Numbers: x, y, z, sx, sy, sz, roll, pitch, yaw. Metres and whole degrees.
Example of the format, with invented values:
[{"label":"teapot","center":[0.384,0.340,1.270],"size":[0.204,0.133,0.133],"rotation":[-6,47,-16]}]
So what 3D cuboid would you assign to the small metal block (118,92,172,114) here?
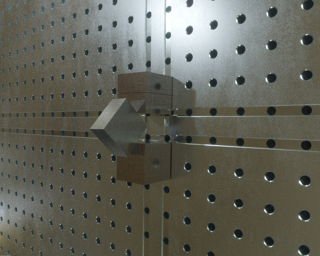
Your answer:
[{"label":"small metal block","center":[-0.020,-0.031,0.407],"size":[0.050,0.050,0.025],"rotation":[3,92,39]}]

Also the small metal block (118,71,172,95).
[{"label":"small metal block","center":[-0.019,-0.057,0.406],"size":[0.050,0.050,0.025],"rotation":[3,92,39]}]

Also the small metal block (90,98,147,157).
[{"label":"small metal block","center":[-0.049,-0.001,0.377],"size":[0.025,0.050,0.050],"rotation":[1,48,40]}]

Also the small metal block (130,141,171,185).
[{"label":"small metal block","center":[-0.012,0.043,0.399],"size":[0.025,0.050,0.050],"rotation":[2,91,40]}]

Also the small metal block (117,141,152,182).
[{"label":"small metal block","center":[-0.031,0.043,0.416],"size":[0.025,0.050,0.050],"rotation":[2,91,40]}]
